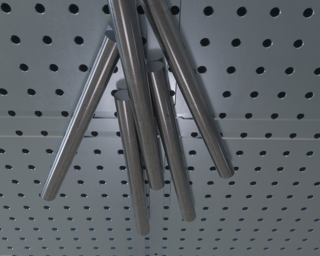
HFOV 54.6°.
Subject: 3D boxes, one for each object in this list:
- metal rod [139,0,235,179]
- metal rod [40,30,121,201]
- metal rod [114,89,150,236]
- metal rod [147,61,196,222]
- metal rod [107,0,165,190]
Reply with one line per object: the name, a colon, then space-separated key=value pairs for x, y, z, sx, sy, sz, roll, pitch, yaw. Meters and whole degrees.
metal rod: x=0.042 y=-0.038 z=0.379 sx=0.025 sy=0.025 sz=0.299 roll=-18 pitch=128 yaw=15
metal rod: x=-0.113 y=0.005 z=0.414 sx=0.025 sy=0.025 sz=0.298 roll=21 pitch=127 yaw=-17
metal rod: x=-0.037 y=0.073 z=0.473 sx=0.025 sy=0.025 sz=0.298 roll=-2 pitch=130 yaw=1
metal rod: x=0.021 y=0.042 z=0.447 sx=0.025 sy=0.025 sz=0.299 roll=-9 pitch=130 yaw=7
metal rod: x=-0.020 y=-0.016 z=0.379 sx=0.025 sy=0.025 sz=0.299 roll=-5 pitch=136 yaw=4
